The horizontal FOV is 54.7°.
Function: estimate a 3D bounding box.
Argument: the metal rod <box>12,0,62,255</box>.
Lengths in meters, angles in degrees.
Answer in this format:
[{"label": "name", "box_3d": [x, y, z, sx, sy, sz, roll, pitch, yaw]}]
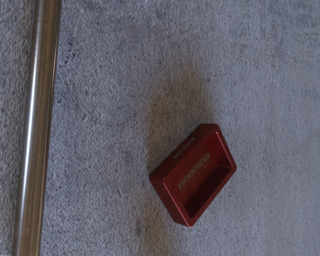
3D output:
[{"label": "metal rod", "box_3d": [-0.120, -0.005, 0.304, 0.025, 0.025, 0.298, 7, 86, -40]}]

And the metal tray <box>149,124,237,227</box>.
[{"label": "metal tray", "box_3d": [0.053, 0.064, 0.448, 0.131, 0.030, 0.090, -42, 116, -32]}]
